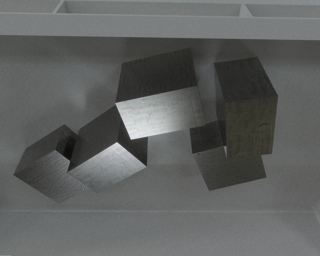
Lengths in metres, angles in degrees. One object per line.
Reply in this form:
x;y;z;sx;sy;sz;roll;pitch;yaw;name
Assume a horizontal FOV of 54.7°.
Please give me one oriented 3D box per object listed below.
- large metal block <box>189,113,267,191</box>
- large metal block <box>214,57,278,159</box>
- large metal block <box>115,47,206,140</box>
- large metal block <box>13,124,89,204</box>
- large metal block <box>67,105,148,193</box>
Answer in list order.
0.093;0.034;0.423;0.080;0.050;0.080;-16;129;13;large metal block
0.094;-0.024;0.355;0.050;0.080;0.080;-7;130;5;large metal block
0.002;-0.039;0.340;0.080;0.080;0.050;-11;129;9;large metal block
-0.138;0.053;0.436;0.080;0.050;0.080;-29;125;22;large metal block
-0.063;0.023;0.392;0.080;0.080;0.050;-31;124;23;large metal block
